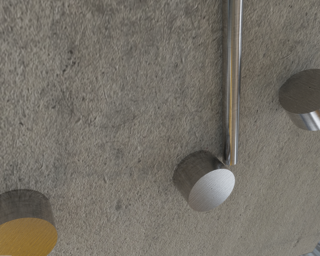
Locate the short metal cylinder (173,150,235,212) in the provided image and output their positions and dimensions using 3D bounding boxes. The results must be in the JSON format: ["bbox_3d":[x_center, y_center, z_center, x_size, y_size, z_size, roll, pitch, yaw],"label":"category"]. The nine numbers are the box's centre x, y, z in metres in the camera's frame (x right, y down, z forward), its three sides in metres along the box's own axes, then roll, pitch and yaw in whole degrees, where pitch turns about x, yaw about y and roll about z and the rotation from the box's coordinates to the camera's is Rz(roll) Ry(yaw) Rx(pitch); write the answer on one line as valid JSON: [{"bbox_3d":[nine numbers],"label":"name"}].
[{"bbox_3d":[0.067,0.081,0.478,0.081,0.050,0.079,-14,124,-21],"label":"short metal cylinder"}]

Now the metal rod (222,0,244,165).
[{"bbox_3d":[0.096,-0.069,0.416,0.025,0.025,0.298,-20,126,-17],"label":"metal rod"}]

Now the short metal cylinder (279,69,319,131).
[{"bbox_3d":[0.230,-0.043,0.470,0.080,0.080,0.050,-47,129,4],"label":"short metal cylinder"}]

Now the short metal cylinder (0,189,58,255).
[{"bbox_3d":[-0.170,0.121,0.373,0.081,0.050,0.079,-14,124,-21],"label":"short metal cylinder"}]
